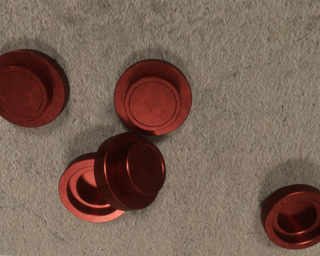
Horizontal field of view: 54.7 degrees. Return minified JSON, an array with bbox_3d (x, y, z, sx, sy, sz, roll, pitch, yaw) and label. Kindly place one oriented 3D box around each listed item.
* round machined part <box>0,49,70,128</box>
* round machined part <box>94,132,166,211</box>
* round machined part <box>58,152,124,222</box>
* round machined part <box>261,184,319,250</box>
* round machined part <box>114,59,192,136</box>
[{"bbox_3d":[-0.166,-0.046,0.382,0.099,0.042,0.097,0,110,-1],"label":"round machined part"},{"bbox_3d":[-0.030,0.052,0.386,0.042,0.098,0.098,-18,112,38],"label":"round machined part"},{"bbox_3d":[-0.085,0.077,0.428,0.099,0.042,0.097,0,110,-1],"label":"round machined part"},{"bbox_3d":[0.195,0.123,0.449,0.099,0.042,0.097,0,110,-1],"label":"round machined part"},{"bbox_3d":[-0.009,-0.035,0.388,0.099,0.042,0.097,0,110,-1],"label":"round machined part"}]
